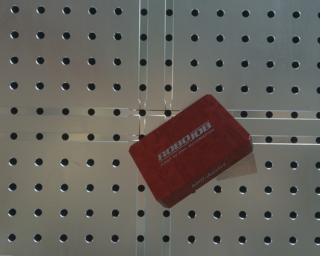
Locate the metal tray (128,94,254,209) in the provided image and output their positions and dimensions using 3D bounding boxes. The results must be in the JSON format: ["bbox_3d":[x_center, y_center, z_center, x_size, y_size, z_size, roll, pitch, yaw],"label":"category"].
[{"bbox_3d":[0.036,0.026,0.386,0.130,0.030,0.090,-34,52,-1],"label":"metal tray"}]

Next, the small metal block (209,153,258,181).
[{"bbox_3d":[0.092,0.047,0.402,0.050,0.050,0.025,-11,90,-1],"label":"small metal block"}]
